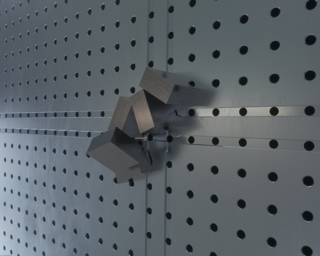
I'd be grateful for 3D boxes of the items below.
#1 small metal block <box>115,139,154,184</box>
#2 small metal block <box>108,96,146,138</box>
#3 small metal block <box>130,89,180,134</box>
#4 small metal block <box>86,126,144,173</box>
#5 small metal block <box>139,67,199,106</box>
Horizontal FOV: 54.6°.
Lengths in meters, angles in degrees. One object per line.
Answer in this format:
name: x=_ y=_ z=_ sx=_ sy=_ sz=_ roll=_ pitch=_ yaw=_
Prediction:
small metal block: x=-0.042 y=0.048 z=0.445 sx=0.050 sy=0.025 sz=0.050 roll=-29 pitch=72 yaw=36
small metal block: x=-0.037 y=-0.014 z=0.425 sx=0.025 sy=0.050 sz=0.050 roll=36 pitch=112 yaw=34
small metal block: x=-0.006 y=-0.021 z=0.399 sx=0.025 sy=0.050 sz=0.050 roll=-27 pitch=73 yaw=37
small metal block: x=-0.059 y=0.030 z=0.407 sx=0.050 sy=0.050 sz=0.025 roll=-25 pitch=37 yaw=37
small metal block: x=0.011 y=-0.051 z=0.385 sx=0.050 sy=0.050 sz=0.025 roll=37 pitch=112 yaw=34
